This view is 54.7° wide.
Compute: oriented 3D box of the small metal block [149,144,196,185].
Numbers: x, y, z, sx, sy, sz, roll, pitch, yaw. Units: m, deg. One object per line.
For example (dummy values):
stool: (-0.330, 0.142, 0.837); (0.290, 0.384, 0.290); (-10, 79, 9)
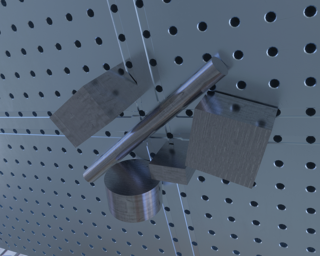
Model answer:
small metal block: (0.020, 0.047, 0.413); (0.050, 0.050, 0.025); (5, 121, 25)

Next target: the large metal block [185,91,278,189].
large metal block: (0.080, 0.012, 0.356); (0.080, 0.050, 0.079); (18, 125, 17)

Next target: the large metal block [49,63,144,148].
large metal block: (-0.080, -0.029, 0.399); (0.080, 0.080, 0.050); (-32, 101, 38)

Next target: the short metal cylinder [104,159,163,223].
short metal cylinder: (-0.037, 0.089, 0.448); (0.080, 0.080, 0.050); (11, 123, 22)

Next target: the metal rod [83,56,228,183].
metal rod: (-0.026, 0.006, 0.427); (0.025, 0.025, 0.299); (47, 129, -5)
